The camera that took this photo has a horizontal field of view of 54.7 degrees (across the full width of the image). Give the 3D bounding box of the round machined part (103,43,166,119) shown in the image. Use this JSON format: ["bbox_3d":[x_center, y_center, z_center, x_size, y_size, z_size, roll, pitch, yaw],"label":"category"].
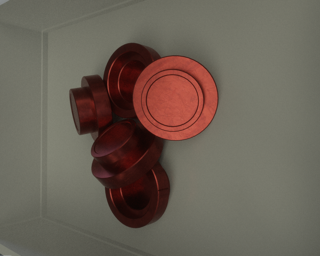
[{"bbox_3d":[-0.029,-0.061,0.416,0.098,0.042,0.097,0,90,40],"label":"round machined part"}]

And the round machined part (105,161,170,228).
[{"bbox_3d":[-0.025,0.079,0.414,0.098,0.042,0.097,0,90,40],"label":"round machined part"}]

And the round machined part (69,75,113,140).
[{"bbox_3d":[-0.104,-0.026,0.451,0.098,0.042,0.097,168,90,-68],"label":"round machined part"}]

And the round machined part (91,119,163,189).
[{"bbox_3d":[-0.048,0.026,0.397,0.098,0.098,0.042,-8,129,39],"label":"round machined part"}]

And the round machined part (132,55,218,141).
[{"bbox_3d":[0.016,-0.033,0.351,0.098,0.042,0.097,2,101,9],"label":"round machined part"}]
